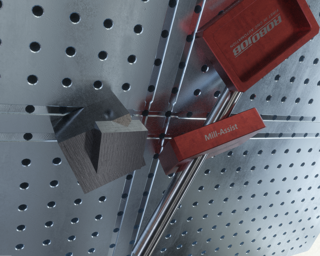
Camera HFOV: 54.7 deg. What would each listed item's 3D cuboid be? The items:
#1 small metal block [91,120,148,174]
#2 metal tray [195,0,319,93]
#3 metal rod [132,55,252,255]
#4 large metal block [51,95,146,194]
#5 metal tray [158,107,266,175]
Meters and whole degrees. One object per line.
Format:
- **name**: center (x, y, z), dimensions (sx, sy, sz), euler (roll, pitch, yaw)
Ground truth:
- **small metal block**: center (-0.045, 0.020, 0.336), dimensions (0.050, 0.025, 0.050), euler (-3, 120, -28)
- **metal tray**: center (0.120, -0.117, 0.382), dimensions (0.130, 0.030, 0.090), euler (-39, 107, -3)
- **metal rod**: center (0.050, 0.034, 0.411), dimensions (0.025, 0.025, 0.299), euler (35, 83, -39)
- **large metal block**: center (-0.071, 0.019, 0.369), dimensions (0.081, 0.050, 0.080), euler (-24, 128, -14)
- **metal tray**: center (0.068, 0.020, 0.427), dimensions (0.131, 0.030, 0.090), euler (-20, 165, -17)
